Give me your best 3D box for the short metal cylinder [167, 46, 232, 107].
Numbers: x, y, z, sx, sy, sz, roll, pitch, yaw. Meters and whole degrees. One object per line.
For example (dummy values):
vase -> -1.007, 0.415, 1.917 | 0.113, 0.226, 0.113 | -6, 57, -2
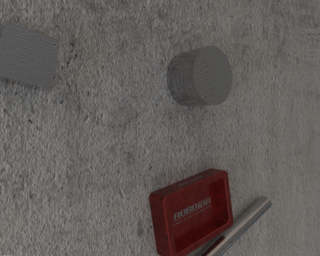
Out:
short metal cylinder -> 0.057, -0.070, 0.435 | 0.081, 0.050, 0.080 | 0, 90, -40

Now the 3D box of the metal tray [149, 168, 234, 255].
metal tray -> 0.050, 0.118, 0.442 | 0.131, 0.030, 0.089 | -14, 99, -39

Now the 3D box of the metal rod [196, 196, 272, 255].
metal rod -> 0.084, 0.188, 0.474 | 0.302, 0.025, 0.025 | -26, 107, -37

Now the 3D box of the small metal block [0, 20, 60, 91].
small metal block -> -0.129, -0.067, 0.296 | 0.050, 0.025, 0.050 | 13, 82, -39
